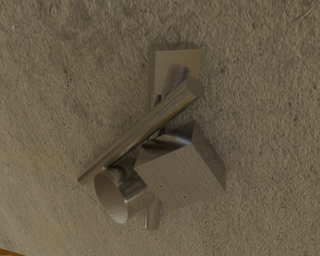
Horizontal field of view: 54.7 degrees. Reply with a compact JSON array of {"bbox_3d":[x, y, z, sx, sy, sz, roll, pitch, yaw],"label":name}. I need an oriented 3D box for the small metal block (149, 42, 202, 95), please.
[{"bbox_3d":[0.016,-0.066,0.343,0.050,0.025,0.050,-6,123,-14],"label":"small metal block"}]

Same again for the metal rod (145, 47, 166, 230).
[{"bbox_3d":[-0.007,0.035,0.433,0.025,0.025,0.298,16,125,19],"label":"metal rod"}]

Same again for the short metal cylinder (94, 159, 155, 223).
[{"bbox_3d":[-0.054,0.093,0.462,0.080,0.050,0.079,27,129,39],"label":"short metal cylinder"}]

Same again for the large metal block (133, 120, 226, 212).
[{"bbox_3d":[0.027,0.049,0.389,0.080,0.050,0.080,-26,114,24],"label":"large metal block"}]

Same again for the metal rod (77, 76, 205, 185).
[{"bbox_3d":[-0.047,0.022,0.424,0.025,0.025,0.299,47,136,-5],"label":"metal rod"}]
